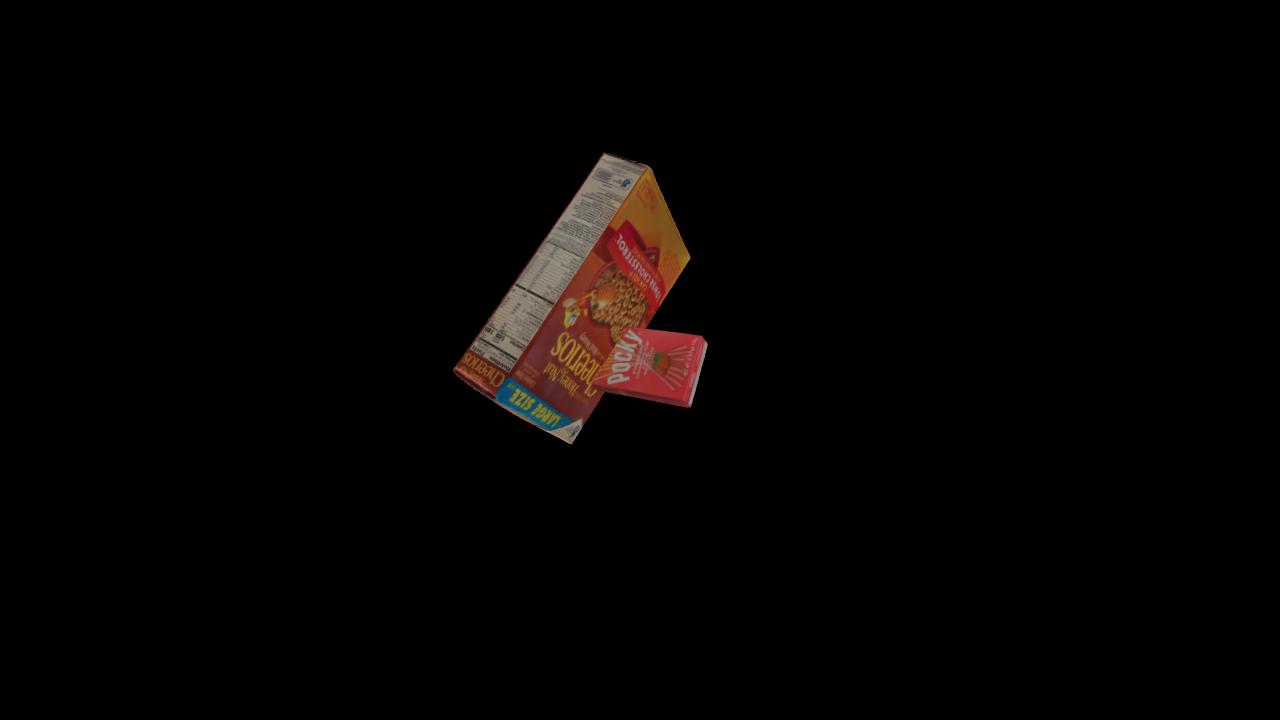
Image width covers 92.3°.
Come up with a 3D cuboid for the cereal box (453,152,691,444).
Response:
[{"bbox_3d":[-0.064,-0.062,0.744,0.081,0.306,0.203,27,-11,26],"label":"cereal box"}]

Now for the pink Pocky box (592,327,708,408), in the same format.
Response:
[{"bbox_3d":[-0.001,0.003,0.755,0.155,0.084,0.029,9,-18,27],"label":"pink Pocky box"}]
